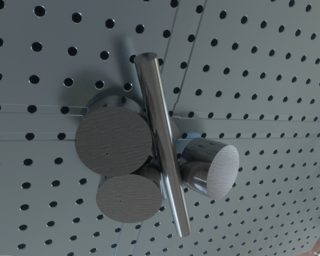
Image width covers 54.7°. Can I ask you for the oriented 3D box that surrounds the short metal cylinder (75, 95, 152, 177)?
[{"bbox_3d":[-0.051,0.008,0.349,0.081,0.050,0.079,-2,109,-6],"label":"short metal cylinder"}]

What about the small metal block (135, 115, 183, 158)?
[{"bbox_3d":[-0.006,0.004,0.406,0.050,0.025,0.050,-37,129,-4],"label":"small metal block"}]

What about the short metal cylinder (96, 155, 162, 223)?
[{"bbox_3d":[-0.038,0.075,0.399,0.081,0.050,0.079,-1,120,-2],"label":"short metal cylinder"}]

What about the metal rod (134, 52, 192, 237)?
[{"bbox_3d":[0.012,0.045,0.408,0.025,0.025,0.298,-23,127,-14],"label":"metal rod"}]

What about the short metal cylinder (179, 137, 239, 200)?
[{"bbox_3d":[0.071,0.057,0.448,0.081,0.050,0.079,-18,115,-43],"label":"short metal cylinder"}]

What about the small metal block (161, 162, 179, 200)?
[{"bbox_3d":[0.010,0.071,0.456,0.050,0.025,0.050,-35,129,-5],"label":"small metal block"}]
